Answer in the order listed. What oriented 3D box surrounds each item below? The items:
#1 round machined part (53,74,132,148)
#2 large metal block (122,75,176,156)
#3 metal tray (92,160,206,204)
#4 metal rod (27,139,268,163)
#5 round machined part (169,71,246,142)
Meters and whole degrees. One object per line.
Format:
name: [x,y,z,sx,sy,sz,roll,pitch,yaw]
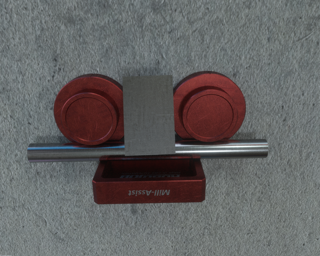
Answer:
round machined part: [-0.086,-0.017,0.392,0.099,0.042,0.097,0,110,-1]
large metal block: [-0.011,-0.011,0.349,0.050,0.080,0.080,-2,87,0]
metal tray: [-0.013,0.059,0.398,0.131,0.090,0.030,-1,110,0]
metal rod: [-0.015,0.029,0.400,0.302,0.025,0.025,-1,110,0]
round machined part: [0.061,-0.021,0.394,0.099,0.042,0.097,0,110,-1]
